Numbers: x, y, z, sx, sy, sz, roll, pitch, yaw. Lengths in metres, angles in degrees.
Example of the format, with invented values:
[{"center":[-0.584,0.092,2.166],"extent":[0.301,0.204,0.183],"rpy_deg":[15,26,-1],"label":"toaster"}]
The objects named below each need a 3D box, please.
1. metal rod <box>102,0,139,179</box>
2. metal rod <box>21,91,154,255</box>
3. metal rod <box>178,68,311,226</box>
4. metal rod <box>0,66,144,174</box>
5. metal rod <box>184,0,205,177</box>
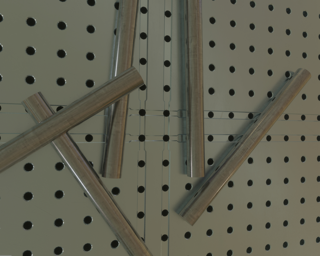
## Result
[{"center":[-0.047,-0.087,0.395],"extent":[0.025,0.025,0.298],"rpy_deg":[6,88,-20],"label":"metal rod"},{"center":[-0.072,0.089,0.386],"extent":[0.025,0.025,0.299],"rpy_deg":[-35,102,-17],"label":"metal rod"},{"center":[0.134,0.020,0.463],"extent":[0.025,0.025,0.301],"rpy_deg":[46,75,-15],"label":"metal rod"},{"center":[-0.150,0.020,0.335],"extent":[0.301,0.025,0.025],"rpy_deg":[-33,101,-9],"label":"metal rod"},{"center":[0.048,-0.082,0.431],"extent":[0.025,0.025,0.298],"rpy_deg":[-1,91,-20],"label":"metal rod"}]
